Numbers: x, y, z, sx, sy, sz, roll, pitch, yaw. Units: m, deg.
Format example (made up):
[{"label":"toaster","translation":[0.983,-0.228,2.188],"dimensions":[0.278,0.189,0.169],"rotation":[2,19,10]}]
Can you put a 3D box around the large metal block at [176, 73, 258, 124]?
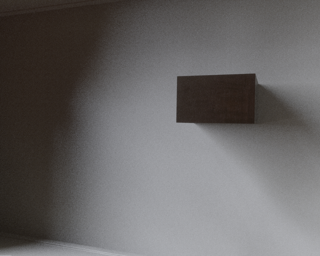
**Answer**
[{"label":"large metal block","translation":[0.069,-0.030,0.356],"dimensions":[0.080,0.080,0.050],"rotation":[1,91,19]}]
